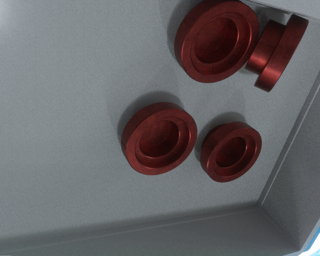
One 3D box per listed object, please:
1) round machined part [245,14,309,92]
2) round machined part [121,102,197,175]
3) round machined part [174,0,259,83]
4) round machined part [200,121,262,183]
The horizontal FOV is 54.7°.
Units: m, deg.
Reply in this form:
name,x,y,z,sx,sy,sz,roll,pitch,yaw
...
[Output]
name,x,y,z,sx,sy,sz,roll,pitch,yaw
round machined part,0.143,-0.098,0.395,0.098,0.042,0.098,-59,169,-18
round machined part,-0.005,0.010,0.403,0.099,0.042,0.097,-14,125,-21
round machined part,0.061,-0.105,0.361,0.099,0.042,0.097,-15,134,-16
round machined part,0.104,0.032,0.477,0.099,0.042,0.097,-14,125,-21
